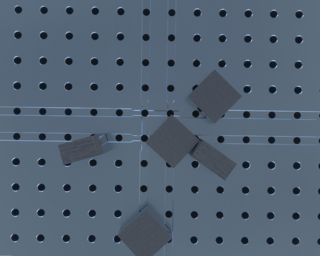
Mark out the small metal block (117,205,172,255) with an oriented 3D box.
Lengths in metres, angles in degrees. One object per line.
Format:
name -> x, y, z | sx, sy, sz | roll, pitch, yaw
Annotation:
small metal block -> -0.020, 0.141, 0.413 | 0.050, 0.025, 0.050 | -42, 90, 0

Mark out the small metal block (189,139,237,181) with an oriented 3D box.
small metal block -> 0.066, 0.039, 0.401 | 0.050, 0.050, 0.025 | 36, 90, 0

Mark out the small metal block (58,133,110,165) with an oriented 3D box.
small metal block -> -0.096, 0.026, 0.400 | 0.050, 0.050, 0.025 | -16, 90, 0

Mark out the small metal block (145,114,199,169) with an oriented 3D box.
small metal block -> 0.016, 0.017, 0.413 | 0.050, 0.025, 0.050 | 43, 90, 0

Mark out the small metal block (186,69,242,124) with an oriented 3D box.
small metal block -> 0.071, -0.041, 0.414 | 0.050, 0.025, 0.050 | 45, 90, 0
